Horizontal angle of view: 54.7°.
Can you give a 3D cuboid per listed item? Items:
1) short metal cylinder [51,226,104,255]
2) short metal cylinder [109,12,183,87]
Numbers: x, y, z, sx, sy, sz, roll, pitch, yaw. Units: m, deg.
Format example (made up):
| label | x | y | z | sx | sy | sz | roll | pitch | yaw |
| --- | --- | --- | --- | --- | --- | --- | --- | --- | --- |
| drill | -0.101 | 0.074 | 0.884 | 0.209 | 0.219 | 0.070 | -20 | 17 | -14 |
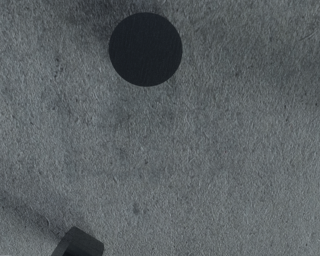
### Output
| label | x | y | z | sx | sy | sz | roll | pitch | yaw |
| --- | --- | --- | --- | --- | --- | --- | --- | --- | --- |
| short metal cylinder | -0.126 | 0.192 | 0.450 | 0.050 | 0.080 | 0.080 | 37 | 106 | -13 |
| short metal cylinder | -0.016 | -0.093 | 0.362 | 0.081 | 0.050 | 0.079 | 0 | 110 | 0 |
